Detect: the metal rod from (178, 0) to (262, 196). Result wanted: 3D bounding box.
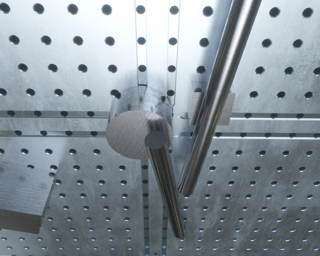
[{"bbox_3d":[0.060,-0.023,0.359,0.025,0.025,0.298,7,130,-6],"label":"metal rod"}]

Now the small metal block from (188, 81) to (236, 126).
[{"bbox_3d":[0.063,-0.030,0.386,0.050,0.025,0.050,1,130,-1],"label":"small metal block"}]

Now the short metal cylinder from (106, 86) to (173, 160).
[{"bbox_3d":[-0.025,-0.006,0.390,0.081,0.050,0.079,0,130,0],"label":"short metal cylinder"}]

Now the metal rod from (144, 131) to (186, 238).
[{"bbox_3d":[0.016,0.103,0.460,0.025,0.025,0.299,-6,142,5],"label":"metal rod"}]

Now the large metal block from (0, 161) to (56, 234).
[{"bbox_3d":[-0.208,0.103,0.461,0.081,0.080,0.050,14,129,-12],"label":"large metal block"}]
